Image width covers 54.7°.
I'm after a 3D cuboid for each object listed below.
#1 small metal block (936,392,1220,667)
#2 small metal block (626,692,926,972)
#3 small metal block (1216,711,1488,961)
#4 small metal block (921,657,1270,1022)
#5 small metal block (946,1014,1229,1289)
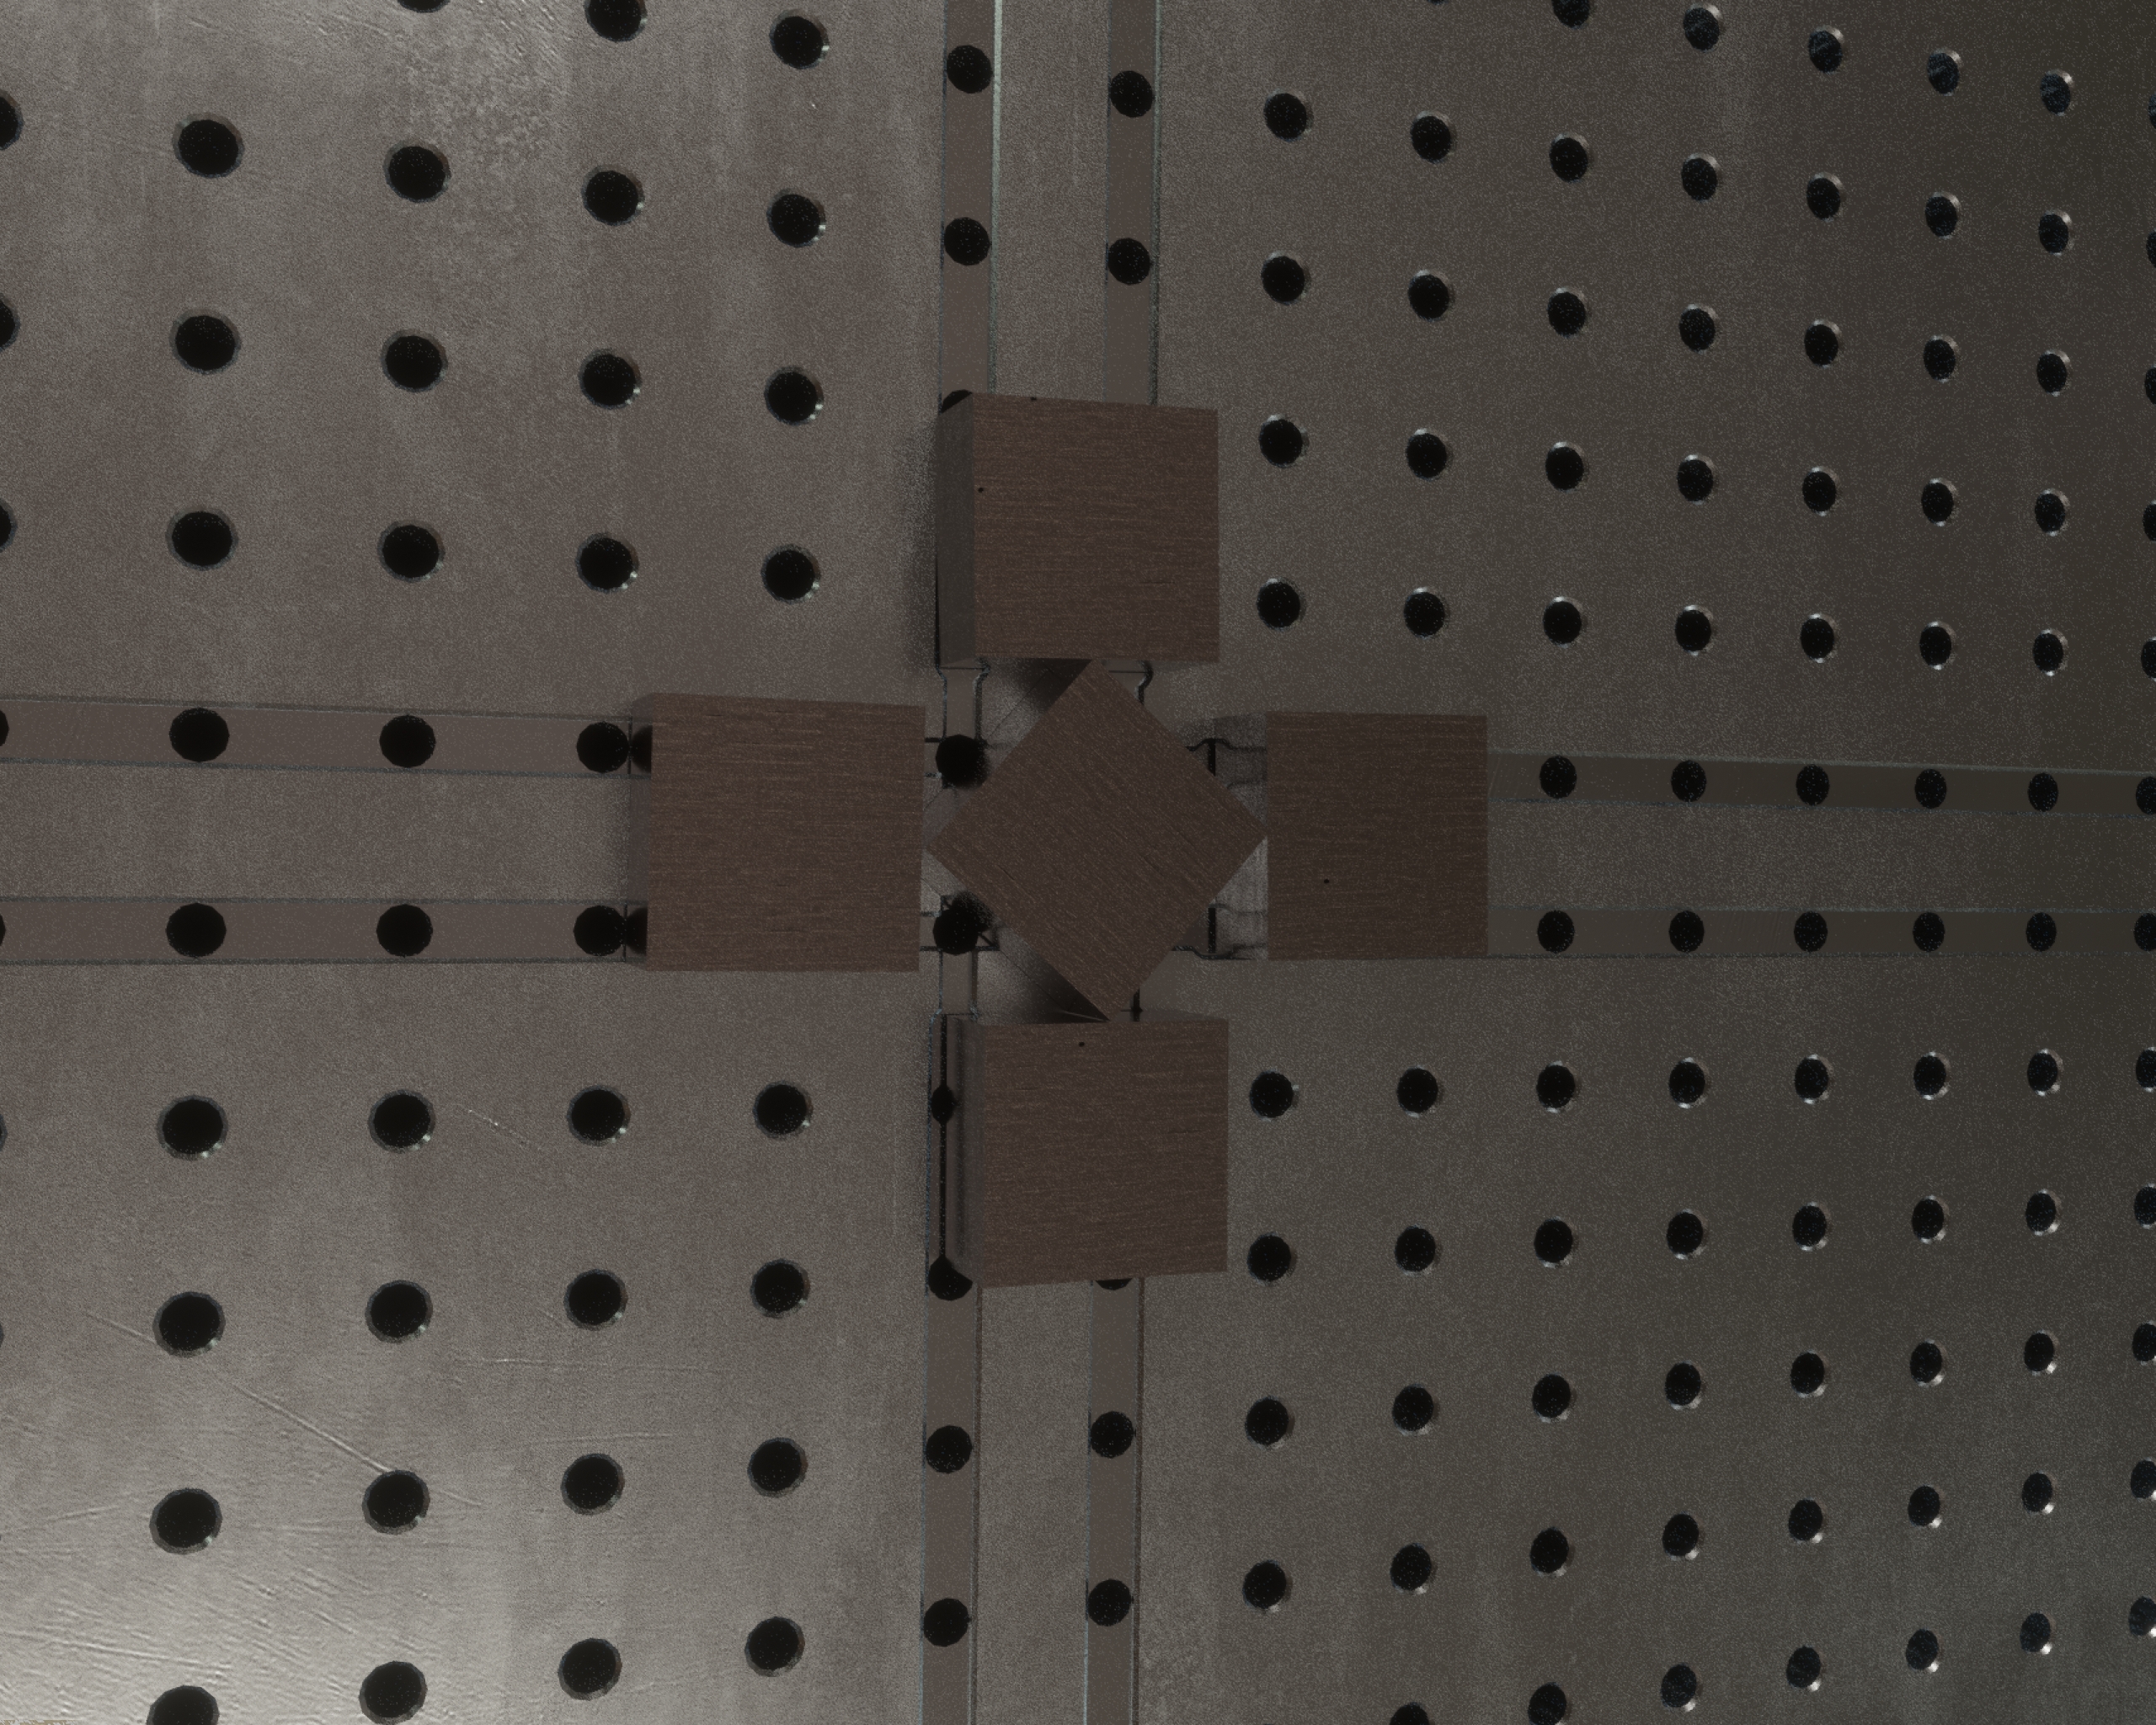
[{"bbox_3d":[0.000,-0.064,0.413,0.050,0.025,0.050,-1,90,-21],"label":"small metal block"},{"bbox_3d":[-0.057,-0.005,0.392,0.050,0.025,0.050,1,90,-21],"label":"small metal block"},{"bbox_3d":[0.057,-0.006,0.435,0.050,0.025,0.050,0,90,-21],"label":"small metal block"},{"bbox_3d":[0.001,-0.004,0.413,0.050,0.025,0.050,44,76,-15],"label":"small metal block"},{"bbox_3d":[0.002,0.056,0.414,0.050,0.025,0.050,0,90,-21],"label":"small metal block"}]
